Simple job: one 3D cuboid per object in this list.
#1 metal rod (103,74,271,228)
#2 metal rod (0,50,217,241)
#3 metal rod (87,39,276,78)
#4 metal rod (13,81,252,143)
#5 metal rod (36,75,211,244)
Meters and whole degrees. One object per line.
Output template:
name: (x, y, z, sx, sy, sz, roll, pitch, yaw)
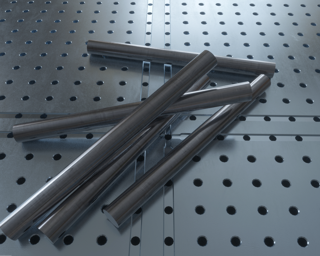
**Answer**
metal rod: (0.052, 0.013, 0.397, 0.025, 0.025, 0.302, 36, 58, 26)
metal rod: (-0.047, 0.009, 0.353, 0.301, 0.025, 0.025, -42, 61, -14)
metal rod: (0.030, -0.114, 0.503, 0.302, 0.025, 0.025, 9, 51, 7)
metal rod: (-0.035, -0.020, 0.396, 0.302, 0.025, 0.025, -10, 51, 1)
metal rod: (-0.025, 0.018, 0.392, 0.025, 0.025, 0.301, 31, 56, 23)
